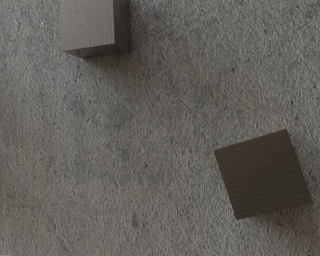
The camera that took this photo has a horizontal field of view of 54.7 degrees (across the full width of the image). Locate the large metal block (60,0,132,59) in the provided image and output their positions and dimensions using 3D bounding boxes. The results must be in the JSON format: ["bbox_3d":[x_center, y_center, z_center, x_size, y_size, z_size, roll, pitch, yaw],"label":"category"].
[{"bbox_3d":[-0.088,-0.145,0.427,0.080,0.050,0.080,-3,89,20],"label":"large metal block"}]

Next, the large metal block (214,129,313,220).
[{"bbox_3d":[0.117,0.051,0.354,0.080,0.050,0.080,-19,84,19],"label":"large metal block"}]
